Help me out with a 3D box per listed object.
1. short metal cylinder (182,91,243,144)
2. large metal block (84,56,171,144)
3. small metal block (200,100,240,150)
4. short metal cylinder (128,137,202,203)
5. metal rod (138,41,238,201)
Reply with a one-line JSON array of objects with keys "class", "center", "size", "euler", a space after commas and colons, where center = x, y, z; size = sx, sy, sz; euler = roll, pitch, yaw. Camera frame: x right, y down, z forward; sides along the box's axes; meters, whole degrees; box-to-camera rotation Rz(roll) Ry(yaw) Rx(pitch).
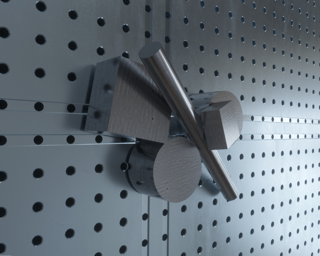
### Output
[{"class": "short metal cylinder", "center": [0.076, -0.013, 0.453], "size": [0.081, 0.050, 0.079], "euler": [0, 90, -40]}, {"class": "large metal block", "center": [-0.033, -0.028, 0.359], "size": [0.081, 0.050, 0.080], "euler": [14, 81, -39]}, {"class": "small metal block", "center": [0.078, -0.004, 0.396], "size": [0.050, 0.025, 0.050], "euler": [-31, 110, -55]}, {"class": "short metal cylinder", "center": [0.007, 0.050, 0.394], "size": [0.081, 0.050, 0.079], "euler": [0, 90, -40]}, {"class": "metal rod", "center": [0.053, 0.015, 0.403], "size": [0.025, 0.025, 0.300], "euler": [-58, 137, -24]}]
